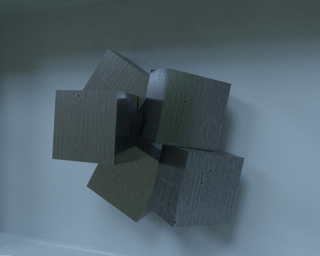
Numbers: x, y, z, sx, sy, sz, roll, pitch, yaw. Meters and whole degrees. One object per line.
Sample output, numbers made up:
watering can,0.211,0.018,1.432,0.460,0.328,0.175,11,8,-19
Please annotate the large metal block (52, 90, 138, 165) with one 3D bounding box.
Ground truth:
large metal block,-0.076,-0.002,0.367,0.080,0.050,0.079,3,90,20

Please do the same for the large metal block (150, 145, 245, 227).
large metal block,0.042,0.064,0.357,0.050,0.081,0.079,18,97,58

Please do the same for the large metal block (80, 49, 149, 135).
large metal block,-0.049,-0.045,0.412,0.080,0.050,0.080,38,102,15

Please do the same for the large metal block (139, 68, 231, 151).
large metal block,0.028,-0.021,0.362,0.081,0.050,0.079,9,94,-26

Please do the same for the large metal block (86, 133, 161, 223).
large metal block,-0.034,0.060,0.404,0.080,0.050,0.080,31,100,17
